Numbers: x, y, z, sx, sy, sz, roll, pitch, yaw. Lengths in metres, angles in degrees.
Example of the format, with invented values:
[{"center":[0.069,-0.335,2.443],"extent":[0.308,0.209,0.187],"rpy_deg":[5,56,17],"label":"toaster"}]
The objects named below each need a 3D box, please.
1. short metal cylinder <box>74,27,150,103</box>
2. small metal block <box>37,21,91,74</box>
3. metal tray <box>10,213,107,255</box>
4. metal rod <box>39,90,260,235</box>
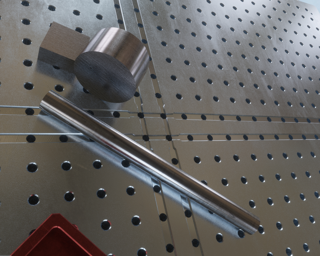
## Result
[{"center":[-0.059,-0.078,0.389],"extent":[0.080,0.080,0.050],"rpy_deg":[30,52,-10],"label":"short metal cylinder"},{"center":[-0.125,-0.105,0.406],"extent":[0.050,0.025,0.050],"rpy_deg":[21,54,-16],"label":"small metal block"},{"center":[-0.104,0.150,0.258],"extent":[0.090,0.030,0.131],"rpy_deg":[42,51,0],"label":"metal tray"},{"center":[-0.006,0.046,0.378],"extent":[0.301,0.025,0.025],"rpy_deg":[32,51,-8],"label":"metal rod"}]
